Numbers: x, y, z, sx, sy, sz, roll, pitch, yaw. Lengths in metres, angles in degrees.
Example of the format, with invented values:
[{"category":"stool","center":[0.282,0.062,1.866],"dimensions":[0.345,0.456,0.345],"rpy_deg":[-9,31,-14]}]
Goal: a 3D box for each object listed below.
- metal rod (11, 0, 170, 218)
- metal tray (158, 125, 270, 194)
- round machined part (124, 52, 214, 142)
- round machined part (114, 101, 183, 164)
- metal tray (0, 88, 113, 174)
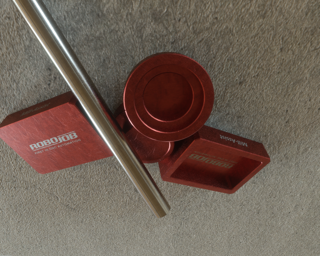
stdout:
[{"category":"metal rod","center":[-0.065,-0.009,0.357],"dimensions":[0.025,0.025,0.299],"rpy_deg":[-22,114,17]},{"category":"metal tray","center":[0.075,0.047,0.432],"dimensions":[0.131,0.030,0.089],"rpy_deg":[16,129,-27]},{"category":"round machined part","center":[0.008,-0.037,0.352],"dimensions":[0.099,0.042,0.097],"rpy_deg":[-2,109,-6]},{"category":"round machined part","center":[-0.016,0.009,0.405],"dimensions":[0.099,0.042,0.097],"rpy_deg":[0,130,0]},{"category":"metal tray","center":[-0.130,0.009,0.398],"dimensions":[0.130,0.030,0.090],"rpy_deg":[-16,126,24]}]
